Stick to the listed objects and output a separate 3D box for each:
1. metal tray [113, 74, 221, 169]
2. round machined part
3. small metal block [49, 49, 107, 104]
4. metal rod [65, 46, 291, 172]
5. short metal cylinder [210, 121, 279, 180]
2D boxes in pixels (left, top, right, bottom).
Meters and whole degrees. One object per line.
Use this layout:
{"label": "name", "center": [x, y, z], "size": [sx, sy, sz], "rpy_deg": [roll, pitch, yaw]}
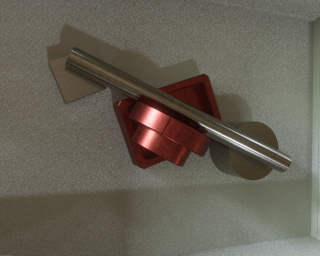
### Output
{"label": "metal tray", "center": [0.015, -0.011, 0.412], "size": [0.131, 0.030, 0.090], "rpy_deg": [-20, 97, -19]}
{"label": "round machined part", "center": [0.006, 0.011, 0.360], "size": [0.098, 0.098, 0.042], "rpy_deg": [29, 88, -18]}
{"label": "small metal block", "center": [-0.099, -0.062, 0.373], "size": [0.050, 0.025, 0.050], "rpy_deg": [-23, 98, -19]}
{"label": "metal rod", "center": [0.032, -0.016, 0.378], "size": [0.301, 0.025, 0.025], "rpy_deg": [26, 81, -12]}
{"label": "short metal cylinder", "center": [0.119, 0.031, 0.441], "size": [0.081, 0.050, 0.079], "rpy_deg": [0, 90, -21]}
